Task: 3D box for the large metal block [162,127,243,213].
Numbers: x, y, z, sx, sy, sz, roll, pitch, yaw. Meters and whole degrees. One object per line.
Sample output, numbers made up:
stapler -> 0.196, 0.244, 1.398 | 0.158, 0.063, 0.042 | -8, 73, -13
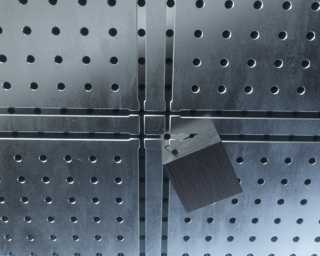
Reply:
large metal block -> 0.056, 0.057, 0.422 | 0.080, 0.050, 0.080 | -23, 109, 8
